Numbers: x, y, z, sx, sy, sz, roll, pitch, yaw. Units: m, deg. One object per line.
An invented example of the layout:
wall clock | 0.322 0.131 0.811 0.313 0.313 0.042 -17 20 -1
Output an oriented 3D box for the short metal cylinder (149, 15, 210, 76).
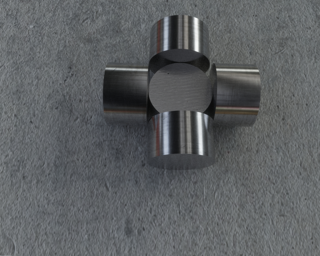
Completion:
short metal cylinder | 0.026 -0.106 0.418 0.081 0.080 0.050 2 71 0

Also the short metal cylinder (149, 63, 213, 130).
short metal cylinder | 0.026 -0.039 0.411 0.081 0.050 0.080 0 70 0

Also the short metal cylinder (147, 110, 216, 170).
short metal cylinder | 0.025 0.018 0.374 0.081 0.080 0.050 0 70 0

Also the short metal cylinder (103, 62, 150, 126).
short metal cylinder | -0.040 -0.043 0.396 0.050 0.080 0.080 2 70 1

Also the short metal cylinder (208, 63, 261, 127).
short metal cylinder | 0.091 -0.042 0.397 0.050 0.080 0.080 2 70 1
